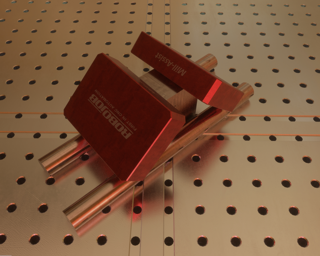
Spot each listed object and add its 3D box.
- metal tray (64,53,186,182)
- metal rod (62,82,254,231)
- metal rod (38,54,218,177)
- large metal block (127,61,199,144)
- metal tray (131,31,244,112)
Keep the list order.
[{"bbox_3d":[-0.045,-0.014,0.349,0.130,0.030,0.090,43,105,29],"label":"metal tray"},{"bbox_3d":[0.016,0.021,0.391,0.302,0.025,0.025,-34,58,-26],"label":"metal rod"},{"bbox_3d":[-0.027,-0.031,0.433,0.302,0.025,0.025,-35,59,-26],"label":"metal rod"},{"bbox_3d":[0.001,-0.028,0.394,0.080,0.080,0.050,-35,59,-26],"label":"large metal block"},{"bbox_3d":[0.035,-0.071,0.397,0.130,0.030,0.090,39,16,27],"label":"metal tray"}]
